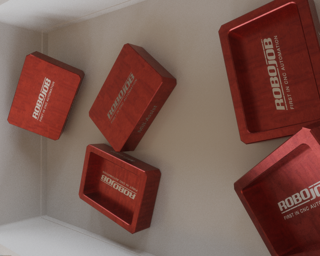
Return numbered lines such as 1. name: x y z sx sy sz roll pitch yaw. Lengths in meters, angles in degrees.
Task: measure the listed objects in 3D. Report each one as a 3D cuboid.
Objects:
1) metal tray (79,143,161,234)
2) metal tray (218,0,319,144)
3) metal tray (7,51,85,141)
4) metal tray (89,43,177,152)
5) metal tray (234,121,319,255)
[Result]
1. metal tray: -0.064 0.084 0.456 0.130 0.030 0.089 19 102 38
2. metal tray: 0.115 -0.055 0.307 0.090 0.030 0.129 -16 80 39
3. metal tray: -0.194 -0.052 0.527 0.030 0.090 0.129 -94 29 -66
4. metal tray: -0.044 -0.041 0.440 0.090 0.030 0.129 48 118 29
5. metal tray: 0.121 0.062 0.261 0.090 0.030 0.129 64 156 22
